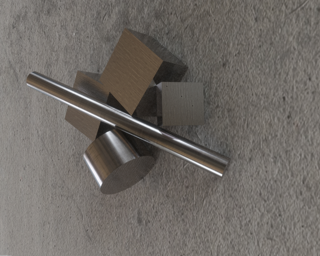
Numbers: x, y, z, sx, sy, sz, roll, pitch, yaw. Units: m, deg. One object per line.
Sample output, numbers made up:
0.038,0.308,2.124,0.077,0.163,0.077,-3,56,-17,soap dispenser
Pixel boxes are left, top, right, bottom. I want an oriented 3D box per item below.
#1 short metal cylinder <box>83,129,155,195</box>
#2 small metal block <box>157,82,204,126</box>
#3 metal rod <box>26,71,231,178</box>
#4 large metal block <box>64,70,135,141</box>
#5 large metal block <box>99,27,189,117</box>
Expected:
-0.054,0.044,0.415,0.080,0.081,0.050,-51,60,28,short metal cylinder
0.024,-0.028,0.368,0.025,0.050,0.050,175,94,-75,small metal block
-0.055,-0.013,0.398,0.301,0.025,0.025,24,106,20,metal rod
-0.091,-0.033,0.465,0.080,0.050,0.079,31,109,35,large metal block
-0.024,-0.071,0.406,0.080,0.050,0.080,47,118,29,large metal block
